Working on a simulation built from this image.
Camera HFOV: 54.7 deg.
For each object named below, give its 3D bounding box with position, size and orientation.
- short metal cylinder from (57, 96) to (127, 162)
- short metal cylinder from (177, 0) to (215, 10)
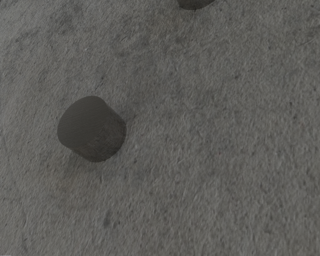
[{"bbox_3d":[-0.095,0.002,0.435,0.080,0.050,0.080,-13,56,20],"label":"short metal cylinder"},{"bbox_3d":[0.057,-0.241,0.504,0.080,0.050,0.080,-13,56,20],"label":"short metal cylinder"}]
